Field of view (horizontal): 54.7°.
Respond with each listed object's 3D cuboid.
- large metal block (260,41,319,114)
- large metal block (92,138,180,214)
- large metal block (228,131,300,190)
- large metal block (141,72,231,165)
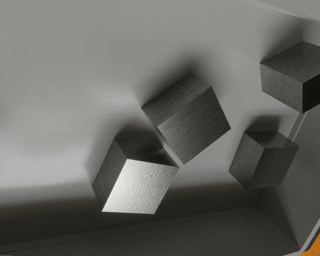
[{"bbox_3d":[0.203,-0.075,0.440,0.080,0.080,0.050,-28,128,-11],"label":"large metal block"},{"bbox_3d":[-0.034,0.066,0.417,0.081,0.050,0.080,14,111,-35],"label":"large metal block"},{"bbox_3d":[0.174,0.053,0.523,0.081,0.050,0.079,-1,119,-29],"label":"large metal block"},{"bbox_3d":[0.036,-0.012,0.406,0.080,0.050,0.080,-37,130,-4],"label":"large metal block"}]
